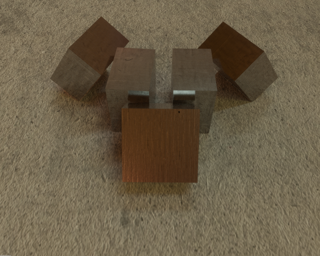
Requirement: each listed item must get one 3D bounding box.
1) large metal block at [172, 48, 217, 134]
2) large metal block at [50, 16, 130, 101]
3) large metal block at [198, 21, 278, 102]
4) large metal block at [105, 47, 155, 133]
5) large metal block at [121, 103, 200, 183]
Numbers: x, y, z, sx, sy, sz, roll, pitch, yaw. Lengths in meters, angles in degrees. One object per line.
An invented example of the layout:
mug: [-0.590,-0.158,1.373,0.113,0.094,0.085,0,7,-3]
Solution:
large metal block: [0.041,-0.048,0.410,0.050,0.080,0.080,1,50,0]
large metal block: [-0.099,-0.096,0.437,0.050,0.080,0.080,40,52,-15]
large metal block: [0.111,-0.092,0.440,0.050,0.080,0.080,-46,56,11]
large metal block: [-0.034,-0.048,0.409,0.050,0.080,0.080,4,50,3]
large metal block: [0.001,0.014,0.349,0.081,0.079,0.050,1,11,0]
